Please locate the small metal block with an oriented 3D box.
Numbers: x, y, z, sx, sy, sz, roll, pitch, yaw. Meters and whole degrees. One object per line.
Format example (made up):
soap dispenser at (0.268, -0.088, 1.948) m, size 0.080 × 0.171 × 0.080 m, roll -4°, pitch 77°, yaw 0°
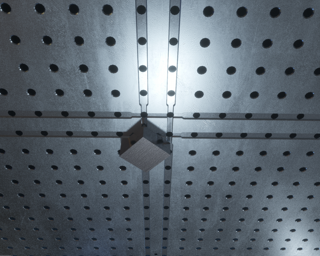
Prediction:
small metal block at (-0.021, 0.030, 0.437) m, size 0.050 × 0.025 × 0.050 m, roll 35°, pitch 122°, yaw -26°
